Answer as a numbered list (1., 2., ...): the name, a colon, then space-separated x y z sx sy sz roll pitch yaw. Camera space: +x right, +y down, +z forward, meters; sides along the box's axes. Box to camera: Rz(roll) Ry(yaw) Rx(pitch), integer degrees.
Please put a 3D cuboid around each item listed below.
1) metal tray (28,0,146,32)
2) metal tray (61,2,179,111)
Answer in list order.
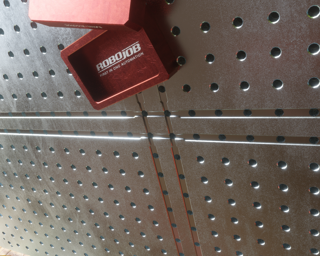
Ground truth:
1. metal tray: -0.078 -0.155 0.331 0.130 0.030 0.089 11 98 22
2. metal tray: -0.053 -0.083 0.384 0.130 0.030 0.090 -19 109 35
